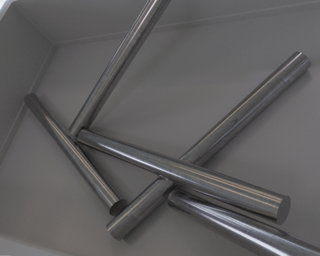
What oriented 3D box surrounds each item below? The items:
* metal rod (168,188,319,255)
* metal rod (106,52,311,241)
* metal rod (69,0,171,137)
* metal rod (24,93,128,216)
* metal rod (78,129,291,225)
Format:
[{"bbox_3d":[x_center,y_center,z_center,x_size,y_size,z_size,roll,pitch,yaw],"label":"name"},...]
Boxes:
[{"bbox_3d":[0.091,0.088,0.218,0.025,0.025,0.299,-59,26,-13],"label":"metal rod"},{"bbox_3d":[0.057,0.020,0.363,0.300,0.025,0.025,-42,51,-1],"label":"metal rod"},{"bbox_3d":[-0.043,-0.105,0.419,0.299,0.025,0.025,-53,48,20],"label":"metal rod"},{"bbox_3d":[-0.141,0.022,0.466,0.025,0.025,0.300,-47,51,-5],"label":"metal rod"},{"bbox_3d":[-0.005,0.040,0.353,0.300,0.025,0.025,14,69,44],"label":"metal rod"}]
